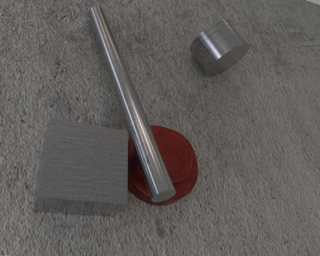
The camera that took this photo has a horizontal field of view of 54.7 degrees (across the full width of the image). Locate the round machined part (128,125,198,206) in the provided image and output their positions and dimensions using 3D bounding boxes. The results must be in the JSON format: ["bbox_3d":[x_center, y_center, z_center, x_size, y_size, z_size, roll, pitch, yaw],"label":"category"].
[{"bbox_3d":[0.004,0.039,0.371,0.099,0.042,0.098,14,56,-21],"label":"round machined part"}]

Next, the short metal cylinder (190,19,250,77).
[{"bbox_3d":[0.095,-0.127,0.497,0.081,0.080,0.050,-22,74,-36],"label":"short metal cylinder"}]

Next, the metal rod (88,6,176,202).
[{"bbox_3d":[-0.045,-0.051,0.377,0.025,0.025,0.299,-2,53,-29],"label":"metal rod"}]

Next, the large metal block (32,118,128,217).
[{"bbox_3d":[-0.080,0.043,0.319,0.081,0.050,0.080,11,57,-22],"label":"large metal block"}]
